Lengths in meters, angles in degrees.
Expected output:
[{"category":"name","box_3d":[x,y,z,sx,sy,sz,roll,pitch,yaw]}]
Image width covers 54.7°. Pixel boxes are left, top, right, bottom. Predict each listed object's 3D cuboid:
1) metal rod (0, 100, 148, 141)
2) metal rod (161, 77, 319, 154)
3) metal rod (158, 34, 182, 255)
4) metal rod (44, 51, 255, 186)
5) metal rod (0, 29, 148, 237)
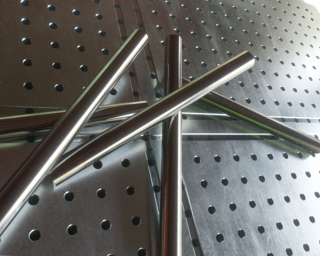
[{"category":"metal rod","box_3d":[-0.146,-0.003,0.331,0.303,0.025,0.025,-10,67,-33]},{"category":"metal rod","box_3d":[0.141,-0.020,0.499,0.302,0.025,0.025,22,54,-16]},{"category":"metal rod","box_3d":[0.015,0.004,0.395,0.025,0.025,0.299,13,62,-22]},{"category":"metal rod","box_3d":[0.005,-0.024,0.377,0.302,0.025,0.025,-32,80,-23]},{"category":"metal rod","box_3d":[-0.088,-0.016,0.338,0.025,0.025,0.301,34,55,-7]}]
